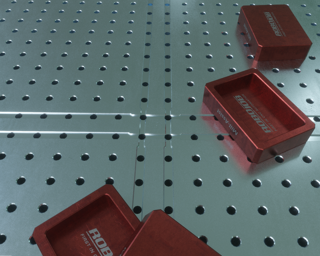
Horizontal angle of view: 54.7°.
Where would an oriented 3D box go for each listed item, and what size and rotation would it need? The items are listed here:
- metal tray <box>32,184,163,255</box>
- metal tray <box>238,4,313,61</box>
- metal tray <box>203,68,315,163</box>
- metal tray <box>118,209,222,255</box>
[{"bbox_3d":[-0.051,0.127,0.296,0.091,0.030,0.130,-30,57,-23],"label":"metal tray"},{"bbox_3d":[0.200,-0.173,0.553,0.091,0.030,0.130,-3,50,-3],"label":"metal tray"},{"bbox_3d":[0.130,-0.023,0.425,0.091,0.030,0.130,-20,53,-17],"label":"metal tray"},{"bbox_3d":[-0.006,0.147,0.257,0.090,0.030,0.130,37,59,1],"label":"metal tray"}]
